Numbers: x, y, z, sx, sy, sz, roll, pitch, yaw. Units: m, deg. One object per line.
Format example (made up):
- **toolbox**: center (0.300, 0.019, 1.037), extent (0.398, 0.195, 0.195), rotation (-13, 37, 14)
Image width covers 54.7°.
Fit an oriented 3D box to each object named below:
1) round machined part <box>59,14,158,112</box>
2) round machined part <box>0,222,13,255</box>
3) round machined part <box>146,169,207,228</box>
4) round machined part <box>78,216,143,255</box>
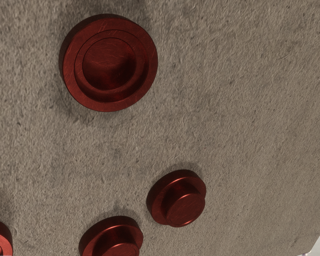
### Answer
- **round machined part**: center (-0.055, -0.069, 0.324), extent (0.099, 0.042, 0.097), rotation (-14, 125, -21)
- **round machined part**: center (-0.226, 0.138, 0.358), extent (0.099, 0.042, 0.097), rotation (-14, 125, -21)
- **round machined part**: center (0.032, 0.117, 0.488), extent (0.099, 0.042, 0.097), rotation (-14, 125, -21)
- **round machined part**: center (-0.071, 0.186, 0.474), extent (0.099, 0.042, 0.097), rotation (-14, 125, -21)
